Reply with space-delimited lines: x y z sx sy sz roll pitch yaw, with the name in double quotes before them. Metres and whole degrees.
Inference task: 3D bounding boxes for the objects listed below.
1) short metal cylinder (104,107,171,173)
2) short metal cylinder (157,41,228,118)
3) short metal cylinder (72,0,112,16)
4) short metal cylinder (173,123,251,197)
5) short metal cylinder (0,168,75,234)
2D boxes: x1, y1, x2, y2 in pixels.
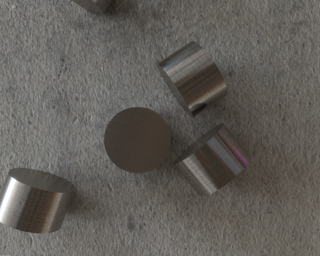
"short metal cylinder" -0.027 0.014 0.397 0.081 0.050 0.079 0 90 -1
"short metal cylinder" 0.039 -0.059 0.383 0.050 0.080 0.080 -34 90 0
"short metal cylinder" -0.091 -0.184 0.381 0.080 0.080 0.050 32 90 -1
"short metal cylinder" 0.063 0.039 0.383 0.080 0.080 0.050 -40 91 0
"short metal cylinder" -0.152 0.087 0.381 0.080 0.080 0.050 20 90 -1
